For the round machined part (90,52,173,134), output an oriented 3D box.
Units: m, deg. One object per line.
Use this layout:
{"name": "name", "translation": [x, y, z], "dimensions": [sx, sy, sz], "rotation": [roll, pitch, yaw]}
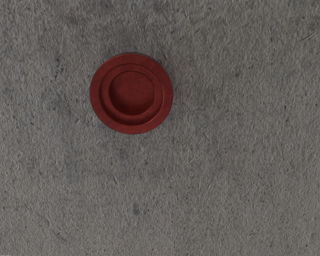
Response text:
{"name": "round machined part", "translation": [-0.034, -0.045, 0.384], "dimensions": [0.099, 0.042, 0.097], "rotation": [0, 110, 0]}
